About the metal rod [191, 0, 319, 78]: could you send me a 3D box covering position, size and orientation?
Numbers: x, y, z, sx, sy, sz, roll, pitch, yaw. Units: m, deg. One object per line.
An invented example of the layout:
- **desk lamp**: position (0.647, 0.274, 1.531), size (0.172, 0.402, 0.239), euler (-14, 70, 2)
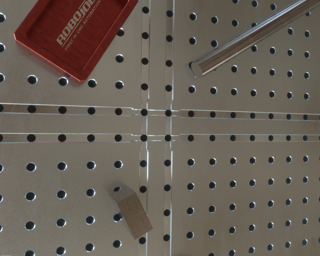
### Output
- **metal rod**: position (0.172, -0.158, 0.475), size (0.302, 0.025, 0.025), euler (-33, 101, -17)

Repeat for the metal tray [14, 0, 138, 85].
- **metal tray**: position (-0.098, -0.130, 0.373), size (0.090, 0.030, 0.130), euler (33, 79, -17)

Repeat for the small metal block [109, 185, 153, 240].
- **small metal block**: position (-0.037, 0.103, 0.386), size (0.025, 0.050, 0.050), euler (-27, 99, -18)
